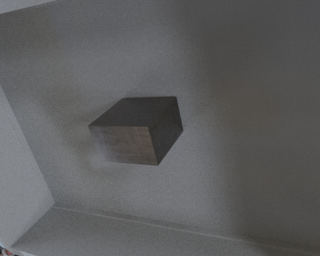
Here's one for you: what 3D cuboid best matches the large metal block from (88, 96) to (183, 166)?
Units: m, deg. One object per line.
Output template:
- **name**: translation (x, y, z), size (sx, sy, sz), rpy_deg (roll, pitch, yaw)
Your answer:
- **large metal block**: translation (-0.027, 0.001, 0.385), size (0.080, 0.080, 0.050), rpy_deg (1, 119, 27)
